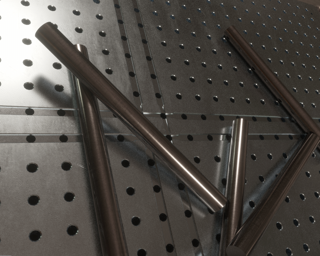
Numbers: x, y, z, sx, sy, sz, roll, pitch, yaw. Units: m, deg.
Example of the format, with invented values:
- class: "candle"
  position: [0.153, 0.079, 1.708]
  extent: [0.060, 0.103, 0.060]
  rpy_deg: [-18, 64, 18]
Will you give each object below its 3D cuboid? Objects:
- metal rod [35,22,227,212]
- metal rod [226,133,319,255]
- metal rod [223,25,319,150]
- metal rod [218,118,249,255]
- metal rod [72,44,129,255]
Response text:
- class: "metal rod"
  position: [-0.030, -0.009, 0.375]
  extent: [0.300, 0.025, 0.025]
  rpy_deg: [45, 51, -6]
- class: "metal rod"
  position: [0.175, 0.079, 0.438]
  extent: [0.025, 0.025, 0.302]
  rpy_deg: [51, 46, 7]
- class: "metal rod"
  position: [0.220, -0.070, 0.572]
  extent: [0.025, 0.025, 0.299]
  rpy_deg: [-29, 78, -38]
- class: "metal rod"
  position: [0.093, 0.109, 0.393]
  extent: [0.025, 0.025, 0.300]
  rpy_deg: [26, 52, -13]
- class: "metal rod"
  position: [-0.072, 0.028, 0.352]
  extent: [0.025, 0.025, 0.299]
  rpy_deg: [-2, 63, -29]
